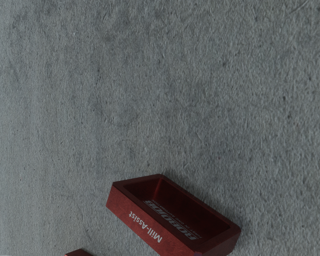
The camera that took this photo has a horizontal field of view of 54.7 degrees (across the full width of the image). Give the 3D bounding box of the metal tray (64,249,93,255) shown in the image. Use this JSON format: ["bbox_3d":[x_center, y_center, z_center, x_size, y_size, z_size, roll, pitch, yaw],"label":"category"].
[{"bbox_3d":[-0.103,0.258,0.487,0.130,0.030,0.089,7,94,39],"label":"metal tray"}]

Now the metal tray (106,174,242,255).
[{"bbox_3d":[0.014,0.101,0.351,0.130,0.091,0.030,29,109,36],"label":"metal tray"}]
